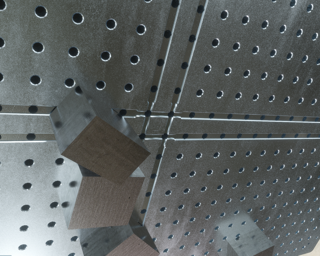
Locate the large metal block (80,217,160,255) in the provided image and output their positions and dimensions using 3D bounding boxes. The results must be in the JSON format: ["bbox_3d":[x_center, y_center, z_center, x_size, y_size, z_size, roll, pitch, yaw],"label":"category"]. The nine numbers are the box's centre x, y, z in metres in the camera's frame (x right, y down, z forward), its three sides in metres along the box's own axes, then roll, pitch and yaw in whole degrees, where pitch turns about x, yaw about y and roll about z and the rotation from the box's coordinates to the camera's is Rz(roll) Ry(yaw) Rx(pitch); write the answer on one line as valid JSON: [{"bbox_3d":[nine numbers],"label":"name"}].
[{"bbox_3d":[-0.060,0.185,0.476,0.080,0.050,0.080,-38,129,-2],"label":"large metal block"}]

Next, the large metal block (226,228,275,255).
[{"bbox_3d":[0.192,0.274,0.668,0.081,0.050,0.080,-16,125,-19],"label":"large metal block"}]

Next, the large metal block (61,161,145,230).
[{"bbox_3d":[-0.076,0.081,0.403,0.081,0.050,0.080,6,115,-31],"label":"large metal block"}]

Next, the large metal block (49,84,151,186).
[{"bbox_3d":[-0.068,0.007,0.342,0.050,0.080,0.080,-47,129,5],"label":"large metal block"}]
